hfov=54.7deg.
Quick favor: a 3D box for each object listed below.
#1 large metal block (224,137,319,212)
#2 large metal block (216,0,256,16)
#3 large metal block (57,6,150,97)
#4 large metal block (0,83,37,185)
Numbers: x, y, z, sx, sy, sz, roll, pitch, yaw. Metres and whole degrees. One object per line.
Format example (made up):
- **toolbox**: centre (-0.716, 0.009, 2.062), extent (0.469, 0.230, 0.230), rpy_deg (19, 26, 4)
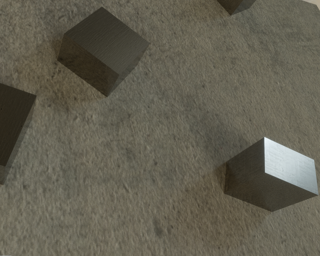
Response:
- **large metal block**: centre (0.143, 0.065, 0.409), extent (0.080, 0.080, 0.050), rpy_deg (23, 53, -15)
- **large metal block**: centre (0.175, -0.289, 0.642), extent (0.081, 0.080, 0.050), rpy_deg (-33, 81, -38)
- **large metal block**: centre (-0.074, -0.102, 0.411), extent (0.080, 0.050, 0.080), rpy_deg (37, 51, -4)
- **large metal block**: centre (-0.175, -0.001, 0.295), extent (0.081, 0.050, 0.080), rpy_deg (20, 54, -17)
